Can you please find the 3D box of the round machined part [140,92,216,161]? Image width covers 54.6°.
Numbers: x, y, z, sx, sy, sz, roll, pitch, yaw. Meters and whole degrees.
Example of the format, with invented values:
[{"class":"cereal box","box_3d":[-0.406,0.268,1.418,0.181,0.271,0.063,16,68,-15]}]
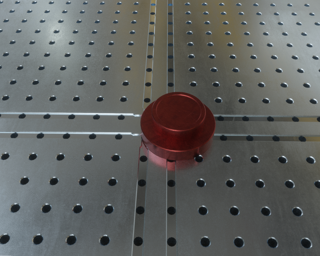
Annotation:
[{"class":"round machined part","box_3d":[0.024,-0.009,0.405,0.099,0.042,0.098,0,50,0]}]
